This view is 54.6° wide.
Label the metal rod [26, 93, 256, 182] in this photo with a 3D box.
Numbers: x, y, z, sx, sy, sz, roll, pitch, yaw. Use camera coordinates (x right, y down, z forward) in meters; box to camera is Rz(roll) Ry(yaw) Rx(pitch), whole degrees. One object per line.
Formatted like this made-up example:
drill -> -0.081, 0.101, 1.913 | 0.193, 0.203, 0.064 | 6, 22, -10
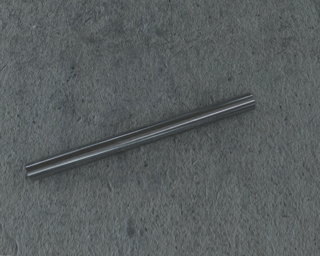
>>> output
metal rod -> -0.019, 0.010, 0.404 | 0.302, 0.025, 0.025 | -18, 71, -7
